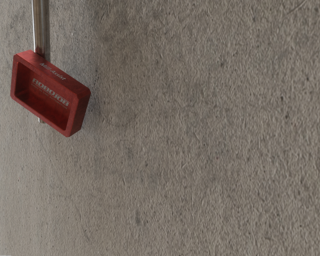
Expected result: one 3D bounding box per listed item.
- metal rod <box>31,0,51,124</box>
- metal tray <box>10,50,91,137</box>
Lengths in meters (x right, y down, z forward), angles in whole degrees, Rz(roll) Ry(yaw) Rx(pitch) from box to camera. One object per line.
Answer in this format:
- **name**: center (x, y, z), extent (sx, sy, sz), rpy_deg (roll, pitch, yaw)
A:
- **metal rod**: center (-0.190, -0.137, 0.499), extent (0.025, 0.025, 0.298), rpy_deg (38, 131, 33)
- **metal tray**: center (-0.180, -0.055, 0.502), extent (0.130, 0.030, 0.089), rpy_deg (34, 128, 10)
